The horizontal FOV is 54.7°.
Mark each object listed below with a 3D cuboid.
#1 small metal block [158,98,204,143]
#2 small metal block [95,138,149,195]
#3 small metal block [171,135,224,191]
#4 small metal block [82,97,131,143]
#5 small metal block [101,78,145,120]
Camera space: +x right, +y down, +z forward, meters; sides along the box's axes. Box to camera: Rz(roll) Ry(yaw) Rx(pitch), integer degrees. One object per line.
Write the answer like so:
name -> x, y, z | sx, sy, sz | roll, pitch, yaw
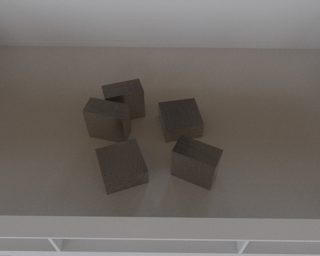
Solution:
small metal block -> 0.027, -0.011, 0.414 | 0.050, 0.025, 0.050 | -8, 51, -7
small metal block -> -0.045, 0.045, 0.367 | 0.050, 0.025, 0.050 | -15, 52, -12
small metal block -> 0.041, 0.040, 0.355 | 0.050, 0.050, 0.025 | 20, 53, 16
small metal block -> -0.066, -0.009, 0.396 | 0.050, 0.050, 0.025 | 11, 51, 9
small metal block -> -0.048, -0.035, 0.418 | 0.050, 0.050, 0.025 | -13, 52, -11
